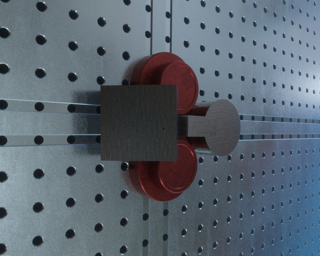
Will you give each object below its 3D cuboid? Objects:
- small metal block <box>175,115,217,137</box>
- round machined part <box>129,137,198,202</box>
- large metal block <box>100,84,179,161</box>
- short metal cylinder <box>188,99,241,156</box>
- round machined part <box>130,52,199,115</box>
[{"bbox_3d":[0.036,-0.002,0.394,0.050,0.050,0.025,2,89,-40],"label":"small metal block"},{"bbox_3d":[0.011,0.048,0.408,0.099,0.042,0.097,0,90,-40],"label":"round machined part"},{"bbox_3d":[-0.020,-0.006,0.349,0.050,0.080,0.080,-6,96,-85],"label":"large metal block"},{"bbox_3d":[0.073,-0.001,0.452,0.081,0.050,0.080,0,90,-40],"label":"short metal cylinder"},{"bbox_3d":[0.013,-0.052,0.409,0.099,0.042,0.097,0,90,-40],"label":"round machined part"}]
